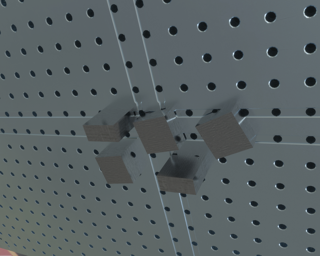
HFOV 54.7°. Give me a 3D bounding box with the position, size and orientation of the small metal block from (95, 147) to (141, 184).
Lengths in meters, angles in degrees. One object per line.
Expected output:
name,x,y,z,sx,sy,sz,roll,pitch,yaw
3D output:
small metal block,-0.065,0.058,0.480,0.050,0.025,0.050,-7,115,31

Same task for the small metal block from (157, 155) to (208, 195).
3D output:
small metal block,0.031,0.061,0.416,0.050,0.050,0.025,1,119,27

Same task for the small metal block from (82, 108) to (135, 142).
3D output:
small metal block,-0.068,-0.005,0.426,0.050,0.050,0.025,0,119,28

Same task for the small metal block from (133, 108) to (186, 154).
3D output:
small metal block,-0.001,0.005,0.413,0.050,0.025,0.050,-11,113,32

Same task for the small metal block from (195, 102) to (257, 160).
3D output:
small metal block,0.079,0.004,0.371,0.050,0.025,0.050,-25,105,36
